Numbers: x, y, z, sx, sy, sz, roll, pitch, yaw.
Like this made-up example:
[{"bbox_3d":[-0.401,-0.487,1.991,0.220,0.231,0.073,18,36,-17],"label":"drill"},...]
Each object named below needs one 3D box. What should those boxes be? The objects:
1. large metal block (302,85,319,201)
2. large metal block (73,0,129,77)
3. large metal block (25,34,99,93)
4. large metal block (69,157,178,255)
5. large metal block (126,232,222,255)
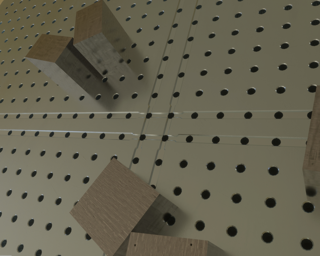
[{"bbox_3d":[0.163,0.019,0.276,0.050,0.080,0.080,7,65,31],"label":"large metal block"},{"bbox_3d":[-0.094,-0.147,0.510,0.050,0.080,0.080,-18,55,18],"label":"large metal block"},{"bbox_3d":[-0.161,-0.109,0.522,0.080,0.080,0.050,16,71,34],"label":"large metal block"},{"bbox_3d":[-0.042,0.094,0.355,0.080,0.050,0.080,31,79,37],"label":"large metal block"},{"bbox_3d":[0.010,0.149,0.295,0.080,0.050,0.080,-3,60,26],"label":"large metal block"}]
